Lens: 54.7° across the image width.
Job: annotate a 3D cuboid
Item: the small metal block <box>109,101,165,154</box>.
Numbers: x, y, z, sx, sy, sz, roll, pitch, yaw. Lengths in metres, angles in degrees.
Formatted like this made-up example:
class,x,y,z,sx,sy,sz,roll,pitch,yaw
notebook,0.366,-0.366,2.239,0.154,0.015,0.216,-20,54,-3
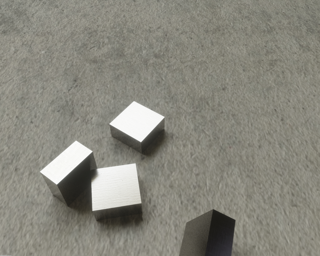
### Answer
class,x,y,z,sx,sy,sz,roll,pitch,yaw
small metal block,-0.029,-0.002,0.404,0.050,0.025,0.050,28,55,21

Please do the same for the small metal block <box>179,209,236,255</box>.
class,x,y,z,sx,sy,sz,roll,pitch,yaw
small metal block,0.043,0.111,0.291,0.025,0.050,0.050,28,51,-11

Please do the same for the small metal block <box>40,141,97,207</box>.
class,x,y,z,sx,sy,sz,roll,pitch,yaw
small metal block,-0.097,0.051,0.343,0.025,0.050,0.050,30,56,22

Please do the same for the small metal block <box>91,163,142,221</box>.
class,x,y,z,sx,sy,sz,roll,pitch,yaw
small metal block,-0.048,0.070,0.344,0.050,0.025,0.050,-7,51,-7
